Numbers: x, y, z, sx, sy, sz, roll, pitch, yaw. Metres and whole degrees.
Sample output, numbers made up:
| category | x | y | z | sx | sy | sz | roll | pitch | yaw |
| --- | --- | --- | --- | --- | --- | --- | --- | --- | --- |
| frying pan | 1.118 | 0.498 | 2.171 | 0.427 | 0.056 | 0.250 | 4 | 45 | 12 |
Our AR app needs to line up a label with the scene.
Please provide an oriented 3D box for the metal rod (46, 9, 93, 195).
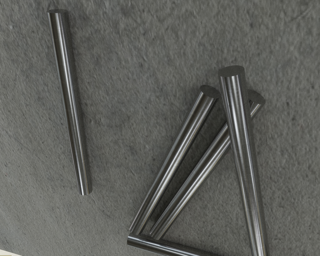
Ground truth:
| category | x | y | z | sx | sy | sz | roll | pitch | yaw |
| --- | --- | --- | --- | --- | --- | --- | --- | --- | --- |
| metal rod | -0.128 | -0.018 | 0.461 | 0.025 | 0.025 | 0.298 | 14 | 124 | 20 |

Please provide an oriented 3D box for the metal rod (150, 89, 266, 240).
| category | x | y | z | sx | sy | sz | roll | pitch | yaw |
| --- | --- | --- | --- | --- | --- | --- | --- | --- | --- |
| metal rod | 0.048 | 0.071 | 0.423 | 0.025 | 0.025 | 0.298 | 32 | 128 | 7 |

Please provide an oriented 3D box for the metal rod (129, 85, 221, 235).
| category | x | y | z | sx | sy | sz | roll | pitch | yaw |
| --- | --- | --- | --- | --- | --- | --- | --- | --- | --- |
| metal rod | 0.008 | 0.066 | 0.441 | 0.025 | 0.025 | 0.298 | 31 | 128 | 8 |

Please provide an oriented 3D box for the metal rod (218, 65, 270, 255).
| category | x | y | z | sx | sy | sz | roll | pitch | yaw |
| --- | --- | --- | --- | --- | --- | --- | --- | --- | --- |
| metal rod | 0.107 | 0.068 | 0.370 | 0.025 | 0.025 | 0.298 | 0 | 125 | 28 |

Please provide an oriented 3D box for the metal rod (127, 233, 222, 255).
| category | x | y | z | sx | sy | sz | roll | pitch | yaw |
| --- | --- | --- | --- | --- | --- | --- | --- | --- | --- |
| metal rod | 0.084 | 0.214 | 0.493 | 0.301 | 0.025 | 0.025 | 6 | 121 | 24 |
